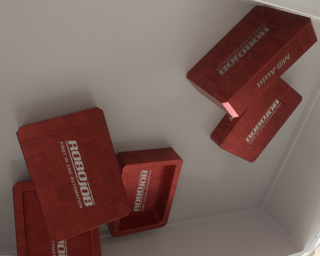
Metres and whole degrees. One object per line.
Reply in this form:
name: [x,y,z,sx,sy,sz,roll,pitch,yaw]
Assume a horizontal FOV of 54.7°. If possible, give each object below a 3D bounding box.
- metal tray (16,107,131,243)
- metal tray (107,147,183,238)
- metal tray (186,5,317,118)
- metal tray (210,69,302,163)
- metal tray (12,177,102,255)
metal tray: [-0.094,0.049,0.349,0.091,0.030,0.129,-17,99,-19]
metal tray: [-0.024,0.094,0.449,0.091,0.030,0.129,-3,120,-27]
metal tray: [0.105,-0.084,0.371,0.130,0.090,0.030,-44,129,2]
metal tray: [0.149,-0.016,0.477,0.090,0.030,0.129,25,105,-37]
metal tray: [-0.121,0.124,0.369,0.091,0.030,0.129,-4,83,-27]
